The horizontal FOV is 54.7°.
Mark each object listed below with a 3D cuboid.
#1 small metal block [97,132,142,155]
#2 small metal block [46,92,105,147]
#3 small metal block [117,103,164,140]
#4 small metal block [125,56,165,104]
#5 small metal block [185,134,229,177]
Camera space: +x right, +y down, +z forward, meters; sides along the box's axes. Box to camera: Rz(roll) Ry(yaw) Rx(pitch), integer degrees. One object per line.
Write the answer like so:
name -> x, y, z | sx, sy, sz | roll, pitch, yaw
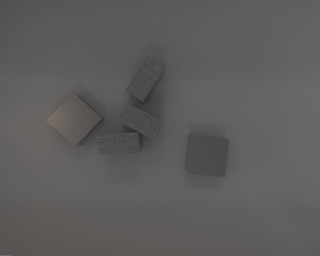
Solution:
small metal block -> -0.050, 0.018, 0.398 | 0.050, 0.050, 0.025 | -3, 90, 0
small metal block -> -0.111, -0.011, 0.410 | 0.050, 0.025, 0.050 | 43, 90, 0
small metal block -> -0.023, -0.008, 0.399 | 0.050, 0.050, 0.025 | 28, 90, 0
small metal block -> -0.018, -0.059, 0.399 | 0.025, 0.050, 0.050 | 33, 90, 0
small metal block -> 0.062, 0.036, 0.412 | 0.050, 0.025, 0.050 | 6, 90, 0
